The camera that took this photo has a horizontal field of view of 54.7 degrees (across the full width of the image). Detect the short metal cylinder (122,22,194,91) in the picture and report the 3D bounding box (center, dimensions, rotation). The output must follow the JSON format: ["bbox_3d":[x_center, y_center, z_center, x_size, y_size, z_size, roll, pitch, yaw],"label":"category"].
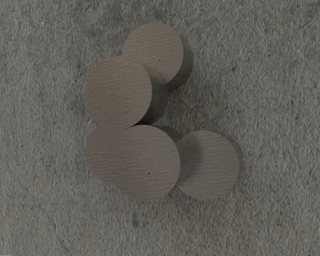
[{"bbox_3d":[-0.002,-0.088,0.398,0.080,0.050,0.080,0,90,20],"label":"short metal cylinder"}]

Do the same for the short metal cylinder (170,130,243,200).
[{"bbox_3d":[0.058,0.042,0.376,0.080,0.050,0.080,0,90,20],"label":"short metal cylinder"}]

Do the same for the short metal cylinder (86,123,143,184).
[{"bbox_3d":[-0.051,0.031,0.415,0.080,0.050,0.080,0,90,20],"label":"short metal cylinder"}]

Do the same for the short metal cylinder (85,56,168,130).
[{"bbox_3d":[-0.037,-0.038,0.356,0.080,0.050,0.080,0,90,20],"label":"short metal cylinder"}]

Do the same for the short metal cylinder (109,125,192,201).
[{"bbox_3d":[-0.009,0.036,0.346,0.080,0.050,0.080,0,90,19],"label":"short metal cylinder"}]
